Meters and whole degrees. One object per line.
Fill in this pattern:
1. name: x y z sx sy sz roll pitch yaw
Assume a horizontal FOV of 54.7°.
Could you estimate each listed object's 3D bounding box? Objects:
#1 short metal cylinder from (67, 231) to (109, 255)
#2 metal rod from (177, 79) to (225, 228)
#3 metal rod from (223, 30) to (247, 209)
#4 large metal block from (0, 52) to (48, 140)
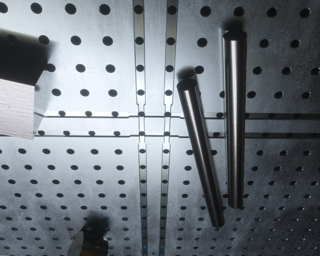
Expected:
1. short metal cylinder: -0.138 0.240 0.578 0.050 0.080 0.080 27 125 -21
2. metal rod: 0.068 0.058 0.462 0.025 0.025 0.299 -11 130 9
3. metal rod: 0.103 0.014 0.424 0.025 0.025 0.298 -7 130 6
4. large metal block: -0.181 -0.039 0.360 0.081 0.050 0.079 12 129 -11
